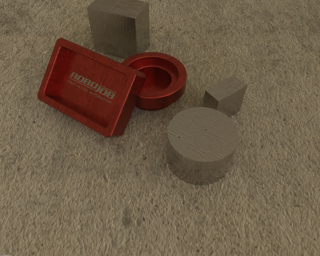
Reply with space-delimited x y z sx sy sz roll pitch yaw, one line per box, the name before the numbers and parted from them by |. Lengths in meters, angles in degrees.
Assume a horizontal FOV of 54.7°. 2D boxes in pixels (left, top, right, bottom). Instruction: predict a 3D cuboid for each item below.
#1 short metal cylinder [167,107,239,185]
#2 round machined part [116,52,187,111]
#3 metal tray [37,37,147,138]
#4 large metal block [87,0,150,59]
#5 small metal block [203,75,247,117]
short metal cylinder | 0.049 0.021 0.370 0.081 0.050 0.080 0 50 0
round machined part | -0.012 -0.063 0.445 0.099 0.042 0.098 0 50 0
metal tray | -0.093 -0.054 0.408 0.130 0.089 0.030 27 10 20
large metal block | -0.064 -0.162 0.504 0.080 0.080 0.050 17 52 14
small metal block | 0.086 -0.036 0.418 0.050 0.050 0.025 -29 56 -22
